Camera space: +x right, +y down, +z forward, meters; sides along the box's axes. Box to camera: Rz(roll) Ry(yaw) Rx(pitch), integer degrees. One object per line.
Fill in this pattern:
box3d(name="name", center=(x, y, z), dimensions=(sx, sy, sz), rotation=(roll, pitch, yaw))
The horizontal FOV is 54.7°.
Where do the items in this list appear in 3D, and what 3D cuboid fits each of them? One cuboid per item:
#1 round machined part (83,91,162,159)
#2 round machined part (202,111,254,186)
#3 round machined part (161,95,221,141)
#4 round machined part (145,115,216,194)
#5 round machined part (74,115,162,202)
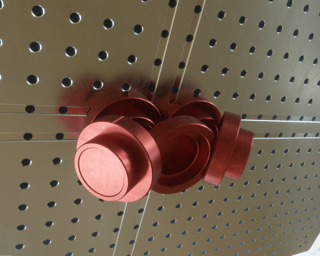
box3d(name="round machined part", center=(-0.041, 0.007, 0.383), dimensions=(0.099, 0.042, 0.097), rotation=(-14, 125, -21))
box3d(name="round machined part", center=(0.090, 0.030, 0.404), dimensions=(0.042, 0.098, 0.097), rotation=(18, 115, 8))
box3d(name="round machined part", center=(0.045, 0.007, 0.430), dimensions=(0.099, 0.042, 0.097), rotation=(-14, 125, -21))
box3d(name="round machined part", center=(0.016, 0.028, 0.372), dimensions=(0.099, 0.042, 0.097), rotation=(-14, 125, -21))
box3d(name="round machined part", center=(-0.051, 0.038, 0.331), dimensions=(0.042, 0.098, 0.097), rotation=(-39, 144, -55))
